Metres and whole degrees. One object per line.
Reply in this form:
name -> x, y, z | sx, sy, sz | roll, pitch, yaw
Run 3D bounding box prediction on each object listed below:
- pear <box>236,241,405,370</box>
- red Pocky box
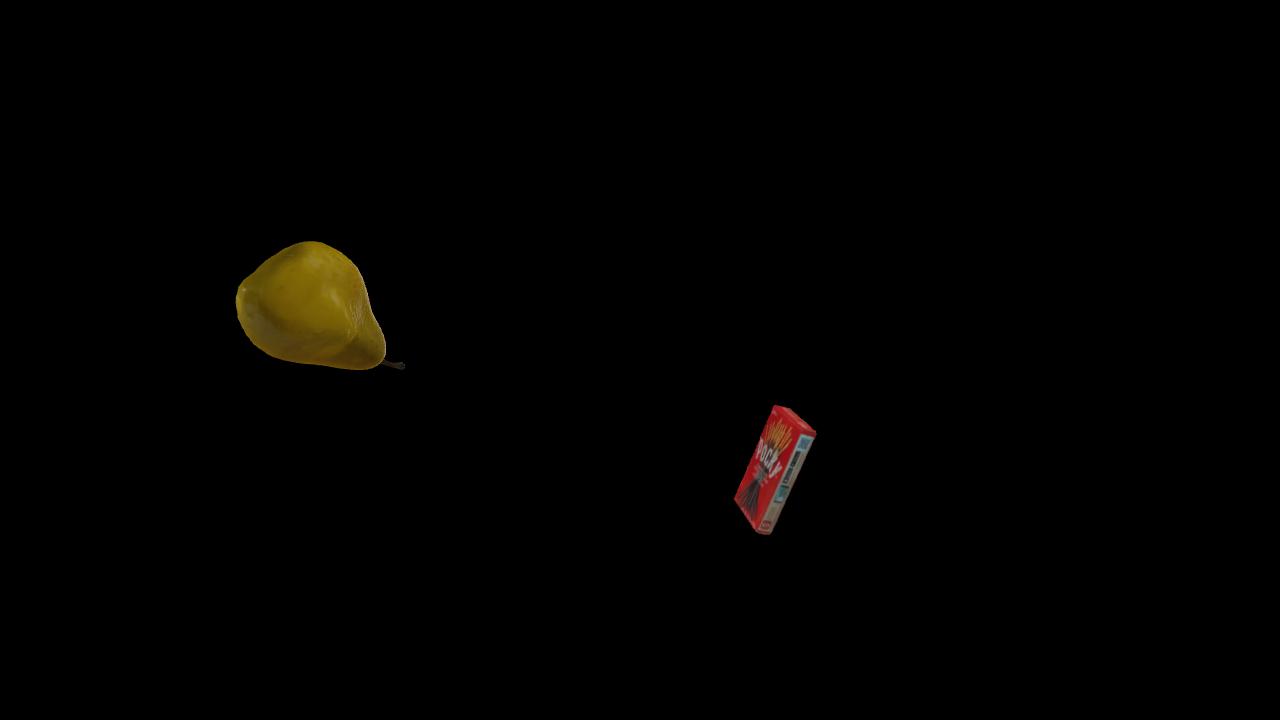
pear -> -0.206, -0.020, 0.410 | 0.080, 0.111, 0.080 | -22, 33, 15
red Pocky box -> 0.177, 0.145, 0.821 | 0.028, 0.155, 0.083 | 16, 14, -17
